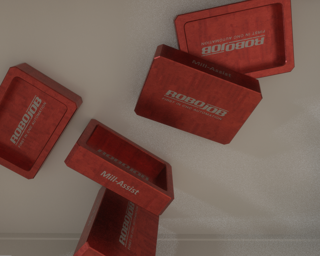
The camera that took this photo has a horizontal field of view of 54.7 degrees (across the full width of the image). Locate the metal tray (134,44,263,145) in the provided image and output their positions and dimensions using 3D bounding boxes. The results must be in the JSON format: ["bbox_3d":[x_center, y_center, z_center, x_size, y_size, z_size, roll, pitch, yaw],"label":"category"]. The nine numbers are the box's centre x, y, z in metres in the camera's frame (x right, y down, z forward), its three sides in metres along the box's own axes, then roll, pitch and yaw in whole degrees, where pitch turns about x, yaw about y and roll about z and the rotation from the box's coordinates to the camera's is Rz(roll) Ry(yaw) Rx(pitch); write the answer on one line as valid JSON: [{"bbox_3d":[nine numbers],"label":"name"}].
[{"bbox_3d":[0.044,-0.037,0.378,0.131,0.030,0.089,19,132,-8],"label":"metal tray"}]

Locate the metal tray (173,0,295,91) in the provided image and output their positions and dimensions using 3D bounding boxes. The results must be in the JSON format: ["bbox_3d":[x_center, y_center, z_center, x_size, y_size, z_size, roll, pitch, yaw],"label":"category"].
[{"bbox_3d":[0.088,-0.102,0.372,0.131,0.030,0.089,-11,110,3],"label":"metal tray"}]

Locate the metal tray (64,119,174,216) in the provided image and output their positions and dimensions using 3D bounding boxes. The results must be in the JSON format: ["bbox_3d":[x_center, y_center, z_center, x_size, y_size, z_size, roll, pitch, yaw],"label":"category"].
[{"bbox_3d":[-0.045,0.046,0.393,0.130,0.090,0.030,32,107,-12],"label":"metal tray"}]

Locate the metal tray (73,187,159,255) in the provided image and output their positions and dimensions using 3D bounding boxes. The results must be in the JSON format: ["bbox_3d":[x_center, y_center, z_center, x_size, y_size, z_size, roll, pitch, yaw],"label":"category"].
[{"bbox_3d":[-0.048,0.132,0.402,0.090,0.130,0.030,36,113,-13],"label":"metal tray"}]

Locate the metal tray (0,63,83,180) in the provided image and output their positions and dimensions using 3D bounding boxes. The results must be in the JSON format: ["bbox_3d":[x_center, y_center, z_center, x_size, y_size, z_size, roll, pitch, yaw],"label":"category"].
[{"bbox_3d":[-0.173,-0.007,0.403,0.090,0.030,0.129,33,107,-12],"label":"metal tray"}]
